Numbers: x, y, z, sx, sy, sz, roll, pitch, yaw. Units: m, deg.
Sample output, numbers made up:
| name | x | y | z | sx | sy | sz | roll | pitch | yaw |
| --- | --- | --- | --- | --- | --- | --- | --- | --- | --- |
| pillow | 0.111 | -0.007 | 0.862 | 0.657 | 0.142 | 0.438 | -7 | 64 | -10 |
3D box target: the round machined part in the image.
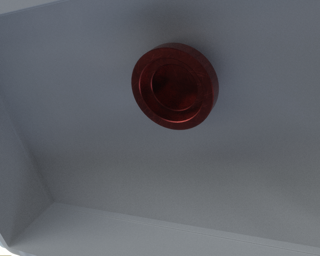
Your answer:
| name | x | y | z | sx | sy | sz | roll | pitch | yaw |
| --- | --- | --- | --- | --- | --- | --- | --- | --- | --- |
| round machined part | 0.020 | -0.050 | 0.357 | 0.098 | 0.042 | 0.097 | 13 | 124 | 21 |
